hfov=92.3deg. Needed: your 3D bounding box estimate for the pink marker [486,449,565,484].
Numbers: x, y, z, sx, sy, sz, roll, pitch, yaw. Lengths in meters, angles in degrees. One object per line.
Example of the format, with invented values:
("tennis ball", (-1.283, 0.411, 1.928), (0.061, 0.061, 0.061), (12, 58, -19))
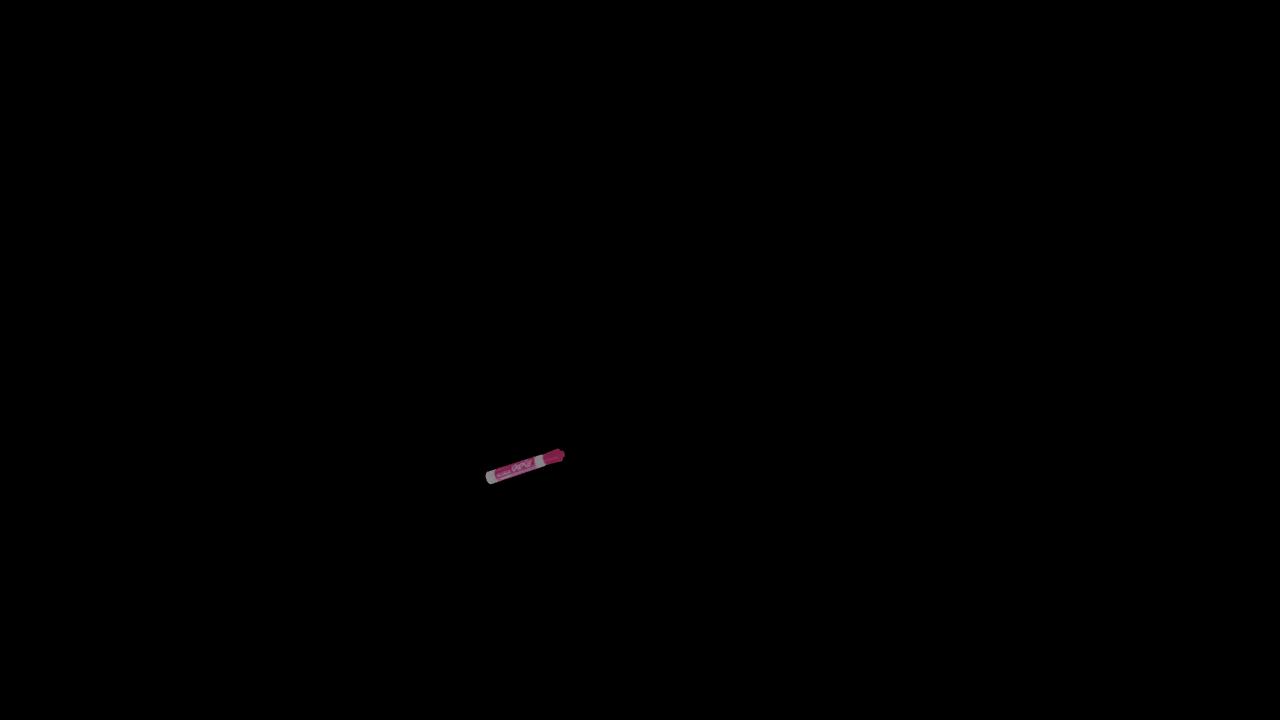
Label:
("pink marker", (-0.162, 0.150, 0.871), (0.121, 0.020, 0.020), (-20, -5, 13))
